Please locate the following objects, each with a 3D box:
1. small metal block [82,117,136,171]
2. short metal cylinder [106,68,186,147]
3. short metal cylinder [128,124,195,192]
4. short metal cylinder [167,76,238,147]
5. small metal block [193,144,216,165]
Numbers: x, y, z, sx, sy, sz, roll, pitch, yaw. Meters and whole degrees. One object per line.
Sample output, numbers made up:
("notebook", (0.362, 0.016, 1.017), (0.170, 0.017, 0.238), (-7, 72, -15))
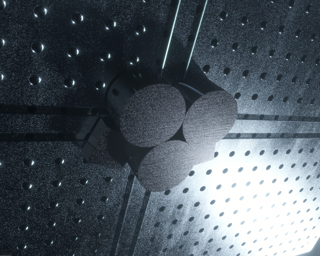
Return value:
("small metal block", (-0.061, 0.021, 0.387), (0.050, 0.025, 0.050), (23, 106, -37))
("short metal cylinder", (-0.017, -0.024, 0.366), (0.081, 0.050, 0.079), (-14, 124, -21))
("short metal cylinder", (-0.001, 0.038, 0.414), (0.081, 0.050, 0.079), (-14, 124, -21))
("short metal cylinder", (0.053, -0.022, 0.406), (0.081, 0.050, 0.079), (-14, 124, -21))
("small metal block", (0.053, 0.026, 0.452), (0.050, 0.025, 0.050), (-13, 124, -21))
